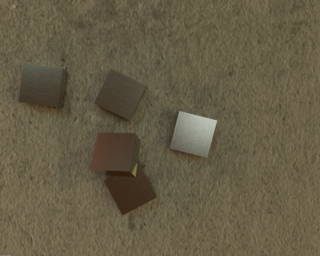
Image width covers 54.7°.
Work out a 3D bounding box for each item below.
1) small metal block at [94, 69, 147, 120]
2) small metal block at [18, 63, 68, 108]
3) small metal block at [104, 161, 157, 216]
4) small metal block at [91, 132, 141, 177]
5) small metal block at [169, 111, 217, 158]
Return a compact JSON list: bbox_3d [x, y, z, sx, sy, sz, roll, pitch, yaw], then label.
[{"bbox_3d":[-0.051,-0.043,0.409,0.050,0.025,0.050,25,90,-1],"label":"small metal block"},{"bbox_3d":[-0.153,-0.055,0.408,0.050,0.025,0.050,7,90,-1],"label":"small metal block"},{"bbox_3d":[-0.038,0.079,0.410,0.050,0.025,0.050,-28,90,-1],"label":"small metal block"},{"bbox_3d":[-0.055,0.034,0.395,0.050,0.025,0.050,1,66,13],"label":"small metal block"},{"bbox_3d":[0.043,0.008,0.411,0.050,0.025,0.050,14,90,-1],"label":"small metal block"}]
